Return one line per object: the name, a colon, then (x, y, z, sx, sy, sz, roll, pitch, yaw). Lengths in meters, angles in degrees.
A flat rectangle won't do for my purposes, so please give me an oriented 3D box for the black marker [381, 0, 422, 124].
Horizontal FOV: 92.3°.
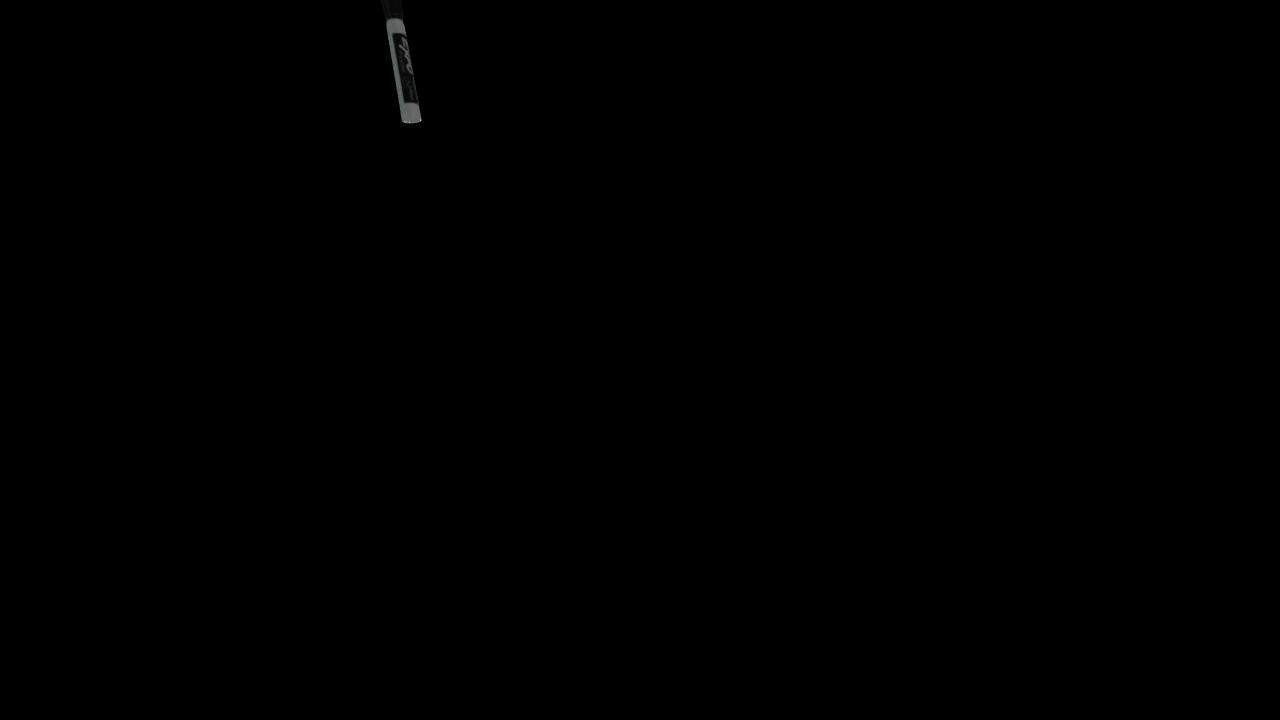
black marker: (-0.233, -0.295, 0.599, 0.020, 0.121, 0.020, -7, 10, 1)
